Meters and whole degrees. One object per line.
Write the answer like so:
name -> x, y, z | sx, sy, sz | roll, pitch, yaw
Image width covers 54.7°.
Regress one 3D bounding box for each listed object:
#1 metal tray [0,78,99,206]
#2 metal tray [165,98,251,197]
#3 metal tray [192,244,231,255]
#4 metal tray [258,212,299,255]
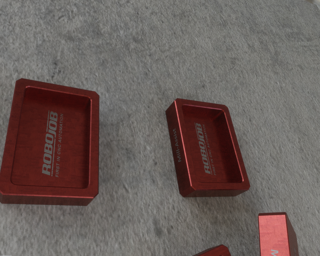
metal tray -> -0.114, 0.014, 0.331 | 0.091, 0.030, 0.130 | 9, 58, -24
metal tray -> 0.062, 0.026, 0.420 | 0.091, 0.030, 0.130 | 5, 59, -26
metal tray -> 0.053, 0.197, 0.310 | 0.091, 0.030, 0.130 | -9, 66, -32
metal tray -> 0.136, 0.170, 0.340 | 0.090, 0.030, 0.130 | 51, 37, -45
